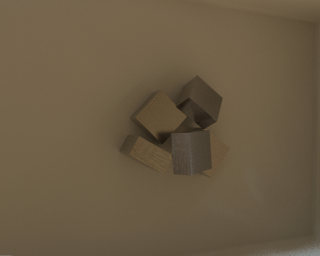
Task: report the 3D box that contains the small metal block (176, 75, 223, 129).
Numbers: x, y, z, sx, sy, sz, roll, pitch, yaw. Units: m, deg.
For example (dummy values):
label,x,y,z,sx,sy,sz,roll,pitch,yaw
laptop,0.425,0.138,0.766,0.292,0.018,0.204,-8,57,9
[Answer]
label,x,y,z,sx,sy,sz,roll,pitch,yaw
small metal block,0.055,-0.035,0.418,0.050,0.025,0.050,39,45,-17

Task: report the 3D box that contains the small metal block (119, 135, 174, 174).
label,x,y,z,sx,sy,sz,roll,pitch,yaw
small metal block,-0.018,0.032,0.389,0.050,0.050,0.025,31,80,-18

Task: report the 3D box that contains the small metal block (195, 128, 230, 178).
label,x,y,z,sx,sy,sz,roll,pitch,yaw
small metal block,0.061,0.034,0.432,0.050,0.025,0.050,37,78,-17

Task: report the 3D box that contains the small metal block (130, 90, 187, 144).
label,x,y,z,sx,sy,sz,roll,pitch,yaw
small metal block,-0.002,-0.014,0.408,0.050,0.025,0.050,45,76,-15

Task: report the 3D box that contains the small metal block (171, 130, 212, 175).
label,x,y,z,sx,sy,sz,roll,pitch,yaw
small metal block,0.040,0.029,0.386,0.050,0.025,0.050,-5,92,-52
